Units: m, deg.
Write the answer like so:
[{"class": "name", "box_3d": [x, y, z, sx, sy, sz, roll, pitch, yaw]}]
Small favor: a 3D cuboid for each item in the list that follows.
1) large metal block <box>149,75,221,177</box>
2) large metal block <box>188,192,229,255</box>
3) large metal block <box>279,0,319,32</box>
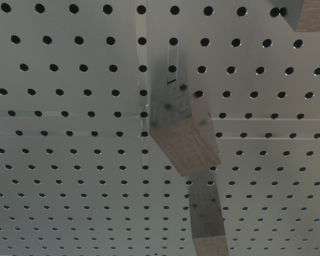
[{"class": "large metal block", "box_3d": [0.030, -0.002, 0.374, 0.050, 0.080, 0.080, -22, 127, 18]}, {"class": "large metal block", "box_3d": [0.082, 0.166, 0.517, 0.050, 0.080, 0.080, -10, 130, 8]}, {"class": "large metal block", "box_3d": [0.166, -0.135, 0.281, 0.080, 0.050, 0.080, 0, 130, 0]}]
